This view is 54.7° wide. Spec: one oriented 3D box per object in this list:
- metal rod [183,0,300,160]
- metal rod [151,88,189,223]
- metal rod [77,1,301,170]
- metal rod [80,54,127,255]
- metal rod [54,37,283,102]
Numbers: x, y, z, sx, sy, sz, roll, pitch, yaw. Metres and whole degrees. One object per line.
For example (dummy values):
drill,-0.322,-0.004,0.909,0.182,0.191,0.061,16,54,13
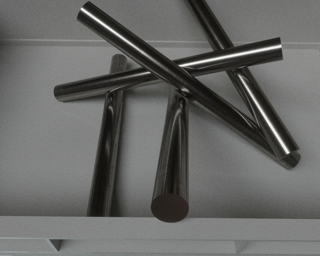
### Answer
metal rod,0.081,-0.098,0.388,0.025,0.025,0.299,-19,69,-16
metal rod,0.019,-0.012,0.339,0.025,0.025,0.301,4,26,3
metal rod,0.038,-0.045,0.359,0.301,0.025,0.025,35,54,-6
metal rod,-0.065,0.007,0.398,0.025,0.025,0.300,0,50,0
metal rod,-0.007,-0.068,0.391,0.301,0.025,0.025,-7,47,22
